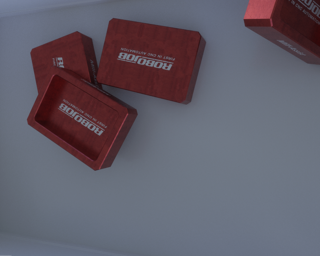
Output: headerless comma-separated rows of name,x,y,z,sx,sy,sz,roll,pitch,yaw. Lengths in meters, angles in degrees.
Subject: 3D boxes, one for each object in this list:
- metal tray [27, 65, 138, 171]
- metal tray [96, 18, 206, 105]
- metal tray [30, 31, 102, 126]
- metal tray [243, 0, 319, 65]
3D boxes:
metal tray,-0.106,-0.015,0.412,0.130,0.030,0.090,31,100,17
metal tray,-0.014,-0.089,0.413,0.130,0.030,0.089,16,95,19
metal tray,-0.134,-0.064,0.455,0.090,0.030,0.129,-14,85,19
metal tray,0.145,-0.123,0.305,0.030,0.131,0.089,24,100,51
